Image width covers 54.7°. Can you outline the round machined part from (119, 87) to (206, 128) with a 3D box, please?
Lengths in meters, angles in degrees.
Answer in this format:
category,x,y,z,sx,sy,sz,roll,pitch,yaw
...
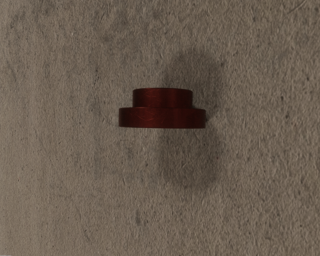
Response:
category,x,y,z,sx,sy,sz,roll,pitch,yaw
round machined part,0.003,-0.022,0.353,0.098,0.099,0.042,2,91,39
